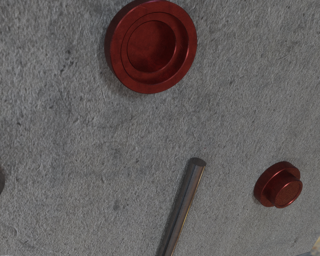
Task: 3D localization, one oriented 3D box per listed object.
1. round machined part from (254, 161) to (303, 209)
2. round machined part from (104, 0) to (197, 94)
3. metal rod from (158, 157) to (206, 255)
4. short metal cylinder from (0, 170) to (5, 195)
[{"bbox_3d":[0.235,0.116,0.600,0.099,0.042,0.097,-14,125,-21],"label":"round machined part"},{"bbox_3d":[-0.013,-0.090,0.335,0.099,0.042,0.097,-14,125,-21],"label":"round machined part"},{"bbox_3d":[0.022,0.183,0.533,0.025,0.025,0.298,1,118,-29],"label":"metal rod"},{"bbox_3d":[-0.200,0.051,0.294,0.080,0.080,0.050,-26,128,-13],"label":"short metal cylinder"}]
